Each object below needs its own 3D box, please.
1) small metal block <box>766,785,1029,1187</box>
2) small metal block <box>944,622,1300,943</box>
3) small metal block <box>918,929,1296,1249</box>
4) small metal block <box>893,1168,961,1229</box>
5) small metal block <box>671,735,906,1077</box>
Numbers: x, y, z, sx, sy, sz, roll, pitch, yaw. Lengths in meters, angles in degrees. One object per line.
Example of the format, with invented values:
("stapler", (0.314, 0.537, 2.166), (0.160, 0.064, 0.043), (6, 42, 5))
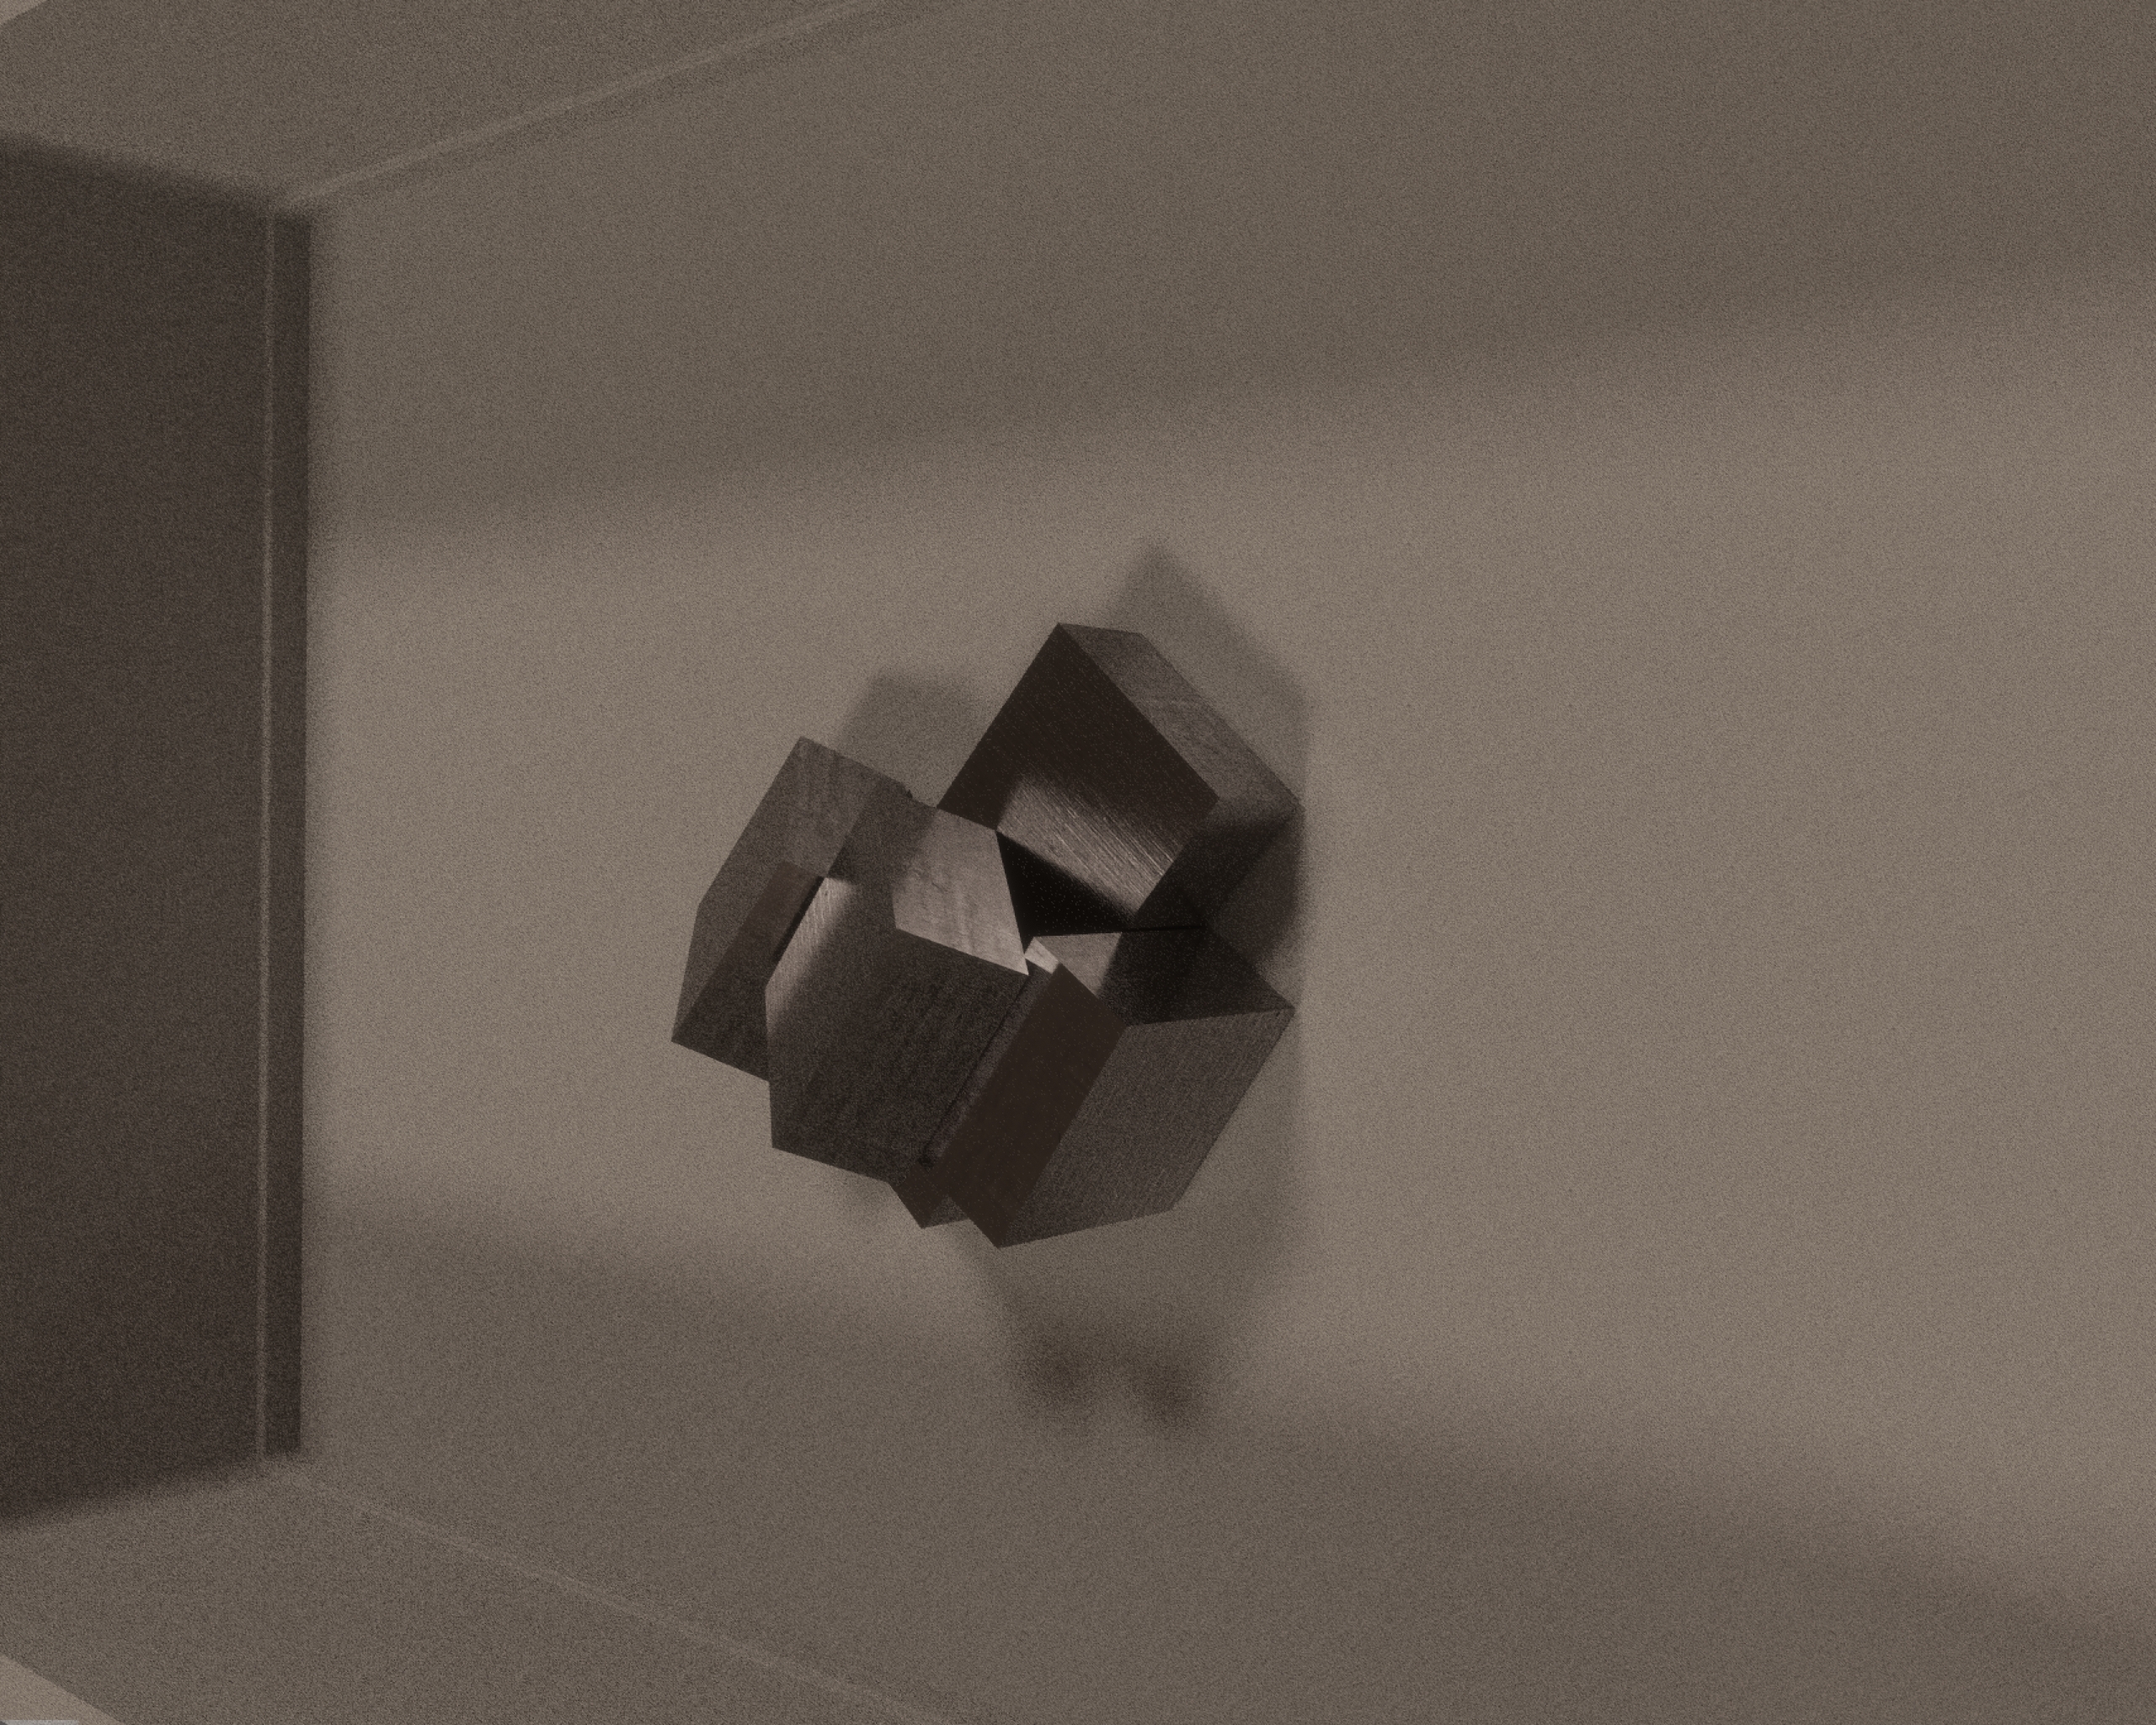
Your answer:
("small metal block", (-0.035, 0.022, 0.383), (0.050, 0.025, 0.050), (-59, 23, 23))
("small metal block", (0.006, -0.010, 0.398), (0.050, 0.025, 0.050), (50, 119, 28))
("small metal block", (0.005, 0.040, 0.382), (0.025, 0.050, 0.050), (43, 116, 31))
("small metal block", (-0.024, 0.037, 0.422), (0.050, 0.025, 0.050), (50, 119, 28))
("small metal block", (-0.060, 0.010, 0.436), (0.050, 0.025, 0.050), (-55, 20, 26))
